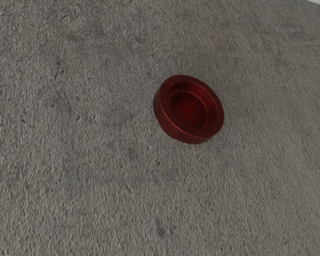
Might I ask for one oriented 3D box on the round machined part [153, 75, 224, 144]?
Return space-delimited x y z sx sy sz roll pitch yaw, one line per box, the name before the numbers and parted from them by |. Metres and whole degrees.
round machined part | 0.035 -0.021 0.424 0.099 0.042 0.098 13 56 -21
